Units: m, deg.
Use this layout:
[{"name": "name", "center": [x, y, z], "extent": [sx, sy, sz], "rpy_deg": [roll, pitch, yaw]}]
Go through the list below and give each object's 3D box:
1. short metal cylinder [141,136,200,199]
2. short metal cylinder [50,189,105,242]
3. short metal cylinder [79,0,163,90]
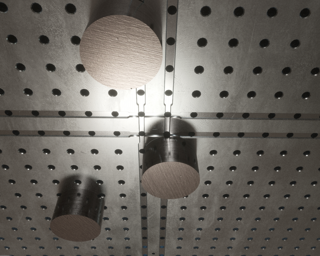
[{"name": "short metal cylinder", "center": [0.015, 0.057, 0.445], "extent": [0.081, 0.050, 0.079], "rpy_deg": [-1, 130, 0]}, {"name": "short metal cylinder", "center": [-0.136, 0.146, 0.518], "extent": [0.081, 0.050, 0.079], "rpy_deg": [0, 130, 0]}, {"name": "short metal cylinder", "center": [-0.038, -0.087, 0.321], "extent": [0.081, 0.050, 0.079], "rpy_deg": [0, 130, 0]}]
